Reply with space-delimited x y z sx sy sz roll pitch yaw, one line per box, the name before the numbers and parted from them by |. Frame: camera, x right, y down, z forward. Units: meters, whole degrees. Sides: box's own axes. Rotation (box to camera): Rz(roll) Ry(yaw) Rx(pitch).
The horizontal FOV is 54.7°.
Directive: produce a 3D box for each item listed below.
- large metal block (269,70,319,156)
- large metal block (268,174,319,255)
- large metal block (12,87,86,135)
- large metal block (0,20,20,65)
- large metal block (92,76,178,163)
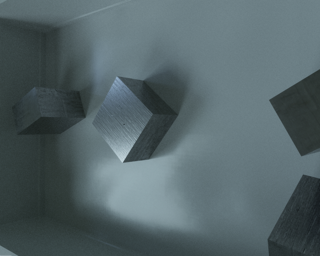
large metal block | 0.149 -0.020 0.248 0.080 0.081 0.050 -36 68 34
large metal block | 0.142 0.090 0.244 0.080 0.080 0.050 12 129 39
large metal block | -0.187 -0.026 0.522 0.080 0.081 0.050 -26 74 37
large metal block | -0.354 -0.186 0.661 0.050 0.081 0.080 -8 85 39
large metal block | -0.036 -0.012 0.418 0.080 0.050 0.080 47 118 29
